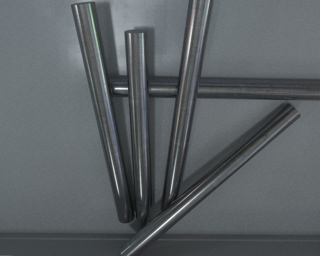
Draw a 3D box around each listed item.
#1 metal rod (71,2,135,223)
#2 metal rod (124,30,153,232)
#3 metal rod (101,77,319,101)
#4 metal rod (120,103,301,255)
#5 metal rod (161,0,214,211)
[{"bbox_3d":[-0.065,0.002,0.390,0.025,0.025,0.298,-6,118,2],"label":"metal rod"},{"bbox_3d":[-0.024,0.028,0.403,0.025,0.025,0.298,-1,117,0],"label":"metal rod"},{"bbox_3d":[0.073,-0.049,0.393,0.302,0.025,0.025,1,110,-1],"label":"metal rod"},{"bbox_3d":[0.063,0.076,0.418,0.300,0.025,0.025,-42,105,5],"label":"metal rod"},{"bbox_3d":[0.028,-0.010,0.385,0.025,0.025,0.298,5,119,-2],"label":"metal rod"}]
